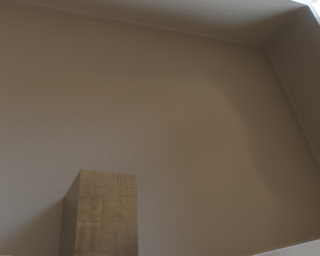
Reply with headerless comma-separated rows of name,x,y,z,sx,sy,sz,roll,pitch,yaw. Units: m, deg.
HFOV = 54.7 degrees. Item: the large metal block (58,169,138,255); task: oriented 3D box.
large metal block,-0.059,0.092,0.282,0.050,0.080,0.080,10,57,-23
